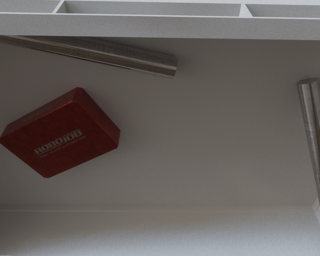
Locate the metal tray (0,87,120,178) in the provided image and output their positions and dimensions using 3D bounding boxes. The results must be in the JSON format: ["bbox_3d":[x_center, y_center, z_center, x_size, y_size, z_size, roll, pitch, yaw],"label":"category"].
[{"bbox_3d":[-0.131,0.011,0.413,0.130,0.030,0.090,-24,127,18],"label":"metal tray"}]

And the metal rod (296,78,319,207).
[{"bbox_3d":[0.220,0.081,0.406,0.025,0.025,0.298,-15,106,12],"label":"metal rod"}]

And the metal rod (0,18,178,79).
[{"bbox_3d":[-0.130,-0.094,0.326,0.302,0.025,0.025,10,129,-9],"label":"metal rod"}]
